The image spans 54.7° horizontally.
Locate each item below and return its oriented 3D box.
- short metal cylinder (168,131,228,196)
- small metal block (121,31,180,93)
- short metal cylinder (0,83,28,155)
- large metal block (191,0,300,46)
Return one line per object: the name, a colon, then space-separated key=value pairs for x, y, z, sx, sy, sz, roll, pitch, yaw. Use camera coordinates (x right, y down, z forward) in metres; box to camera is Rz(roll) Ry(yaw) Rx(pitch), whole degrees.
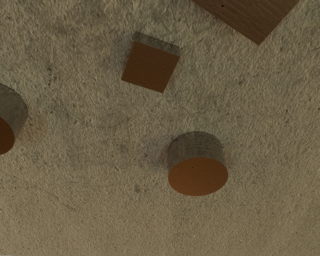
short metal cylinder: x=0.051 y=0.051 z=0.435 sx=0.081 sy=0.050 sz=0.079 roll=0 pitch=130 yaw=0
small metal block: x=-0.011 y=-0.072 z=0.346 sx=0.050 sy=0.025 sz=0.050 roll=16 pitch=128 yaw=-14
short metal cylinder: x=-0.211 y=-0.011 z=0.379 sx=0.081 sy=0.050 sz=0.079 roll=0 pitch=130 yaw=0
large metal block: x=0.081 y=-0.136 z=0.276 sx=0.080 sy=0.050 sz=0.080 roll=26 pitch=126 yaw=-20
